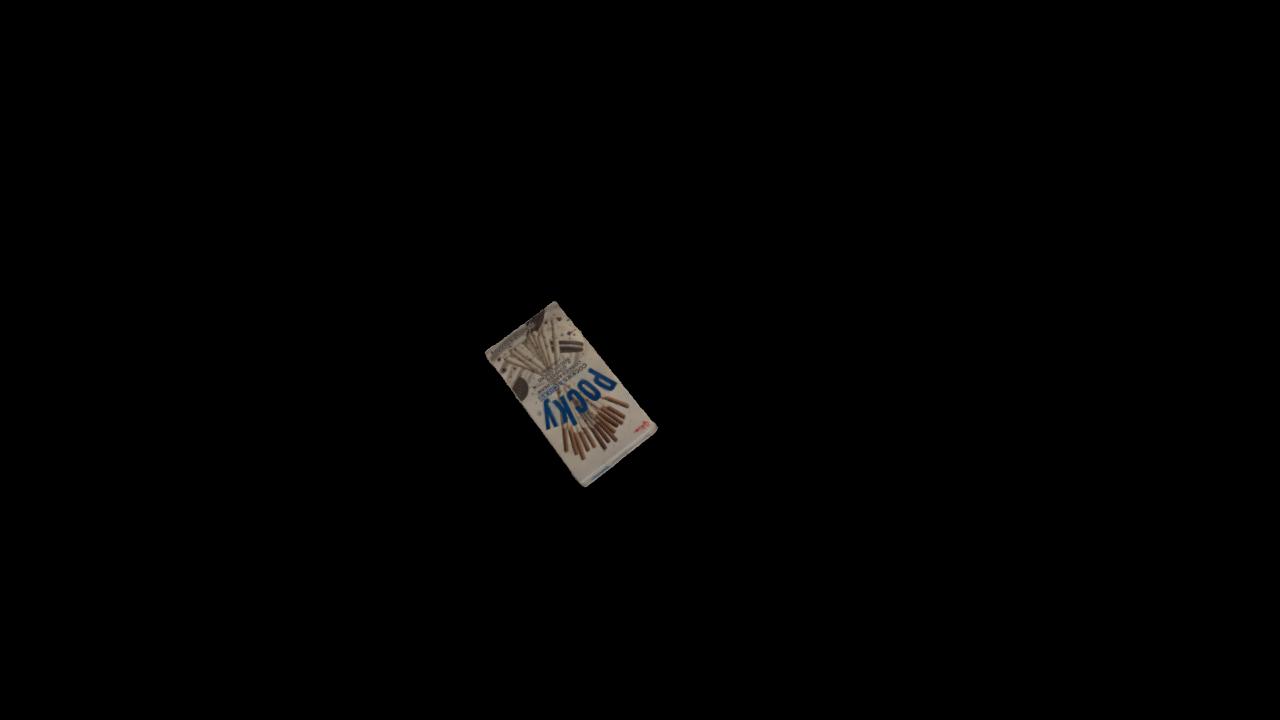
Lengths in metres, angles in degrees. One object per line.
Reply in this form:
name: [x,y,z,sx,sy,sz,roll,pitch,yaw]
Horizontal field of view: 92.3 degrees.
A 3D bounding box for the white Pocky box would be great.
white Pocky box: [-0.064,0.028,0.552,0.084,0.154,0.028,-37,-18,-8]
